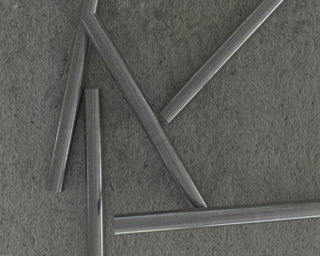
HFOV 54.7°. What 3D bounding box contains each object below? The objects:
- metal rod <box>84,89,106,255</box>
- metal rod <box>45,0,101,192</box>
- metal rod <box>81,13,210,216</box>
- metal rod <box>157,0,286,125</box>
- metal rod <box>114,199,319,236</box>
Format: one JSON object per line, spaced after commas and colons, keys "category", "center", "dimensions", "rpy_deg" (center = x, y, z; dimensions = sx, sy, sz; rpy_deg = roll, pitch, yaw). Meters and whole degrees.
{"category": "metal rod", "center": [-0.085, 0.099, 0.409], "dimensions": [0.025, 0.025, 0.298], "rpy_deg": [-1, 90, 0]}
{"category": "metal rod", "center": [-0.110, -0.065, 0.408], "dimensions": [0.025, 0.025, 0.298], "rpy_deg": [11, 90, 0]}
{"category": "metal rod", "center": [-0.013, -0.007, 0.398], "dimensions": [0.025, 0.025, 0.299], "rpy_deg": [-30, 95, 0]}
{"category": "metal rod", "center": [0.107, -0.122, 0.410], "dimensions": [0.025, 0.025, 0.300], "rpy_deg": [43, 90, 0]}
{"category": "metal rod", "center": [0.096, 0.110, 0.389], "dimensions": [0.302, 0.025, 0.025], "rpy_deg": [-2, 90, -9]}
